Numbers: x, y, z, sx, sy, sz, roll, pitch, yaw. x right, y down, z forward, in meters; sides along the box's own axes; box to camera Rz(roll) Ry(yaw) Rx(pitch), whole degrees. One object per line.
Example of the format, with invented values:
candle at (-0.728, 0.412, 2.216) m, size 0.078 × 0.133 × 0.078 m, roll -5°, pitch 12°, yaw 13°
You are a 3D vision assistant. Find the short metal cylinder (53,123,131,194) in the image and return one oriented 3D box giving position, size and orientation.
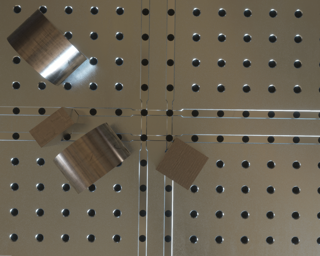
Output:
short metal cylinder at (-0.083, 0.037, 0.385) m, size 0.080 × 0.080 × 0.050 m, roll -37°, pitch 90°, yaw 0°

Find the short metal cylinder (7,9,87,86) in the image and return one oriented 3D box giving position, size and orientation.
short metal cylinder at (-0.138, -0.098, 0.385) m, size 0.050 × 0.080 × 0.080 m, roll -44°, pitch 90°, yaw 0°

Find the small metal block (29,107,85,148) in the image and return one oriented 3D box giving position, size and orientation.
small metal block at (-0.131, -0.001, 0.400) m, size 0.050 × 0.050 × 0.025 m, roll -37°, pitch 90°, yaw 0°

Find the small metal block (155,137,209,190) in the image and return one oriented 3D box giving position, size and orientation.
small metal block at (0.029, 0.046, 0.414) m, size 0.050 × 0.025 × 0.050 m, roll 33°, pitch 90°, yaw 0°
